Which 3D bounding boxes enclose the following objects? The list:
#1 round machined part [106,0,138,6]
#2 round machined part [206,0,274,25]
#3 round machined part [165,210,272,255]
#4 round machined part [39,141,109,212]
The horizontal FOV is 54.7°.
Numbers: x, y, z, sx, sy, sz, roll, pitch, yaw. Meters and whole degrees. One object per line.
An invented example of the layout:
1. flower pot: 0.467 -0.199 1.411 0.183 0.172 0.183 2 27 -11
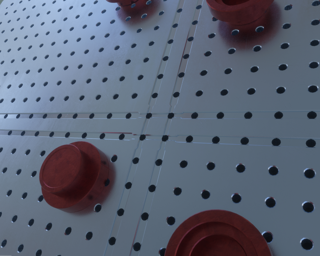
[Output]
1. round machined part: -0.066 -0.278 0.600 0.098 0.042 0.098 -13 56 20
2. round machined part: 0.120 -0.190 0.450 0.098 0.042 0.098 -13 56 20
3. round machined part: 0.056 0.130 0.288 0.098 0.042 0.098 -13 56 20
4. round machined part: -0.123 0.061 0.423 0.098 0.042 0.098 -13 56 20
